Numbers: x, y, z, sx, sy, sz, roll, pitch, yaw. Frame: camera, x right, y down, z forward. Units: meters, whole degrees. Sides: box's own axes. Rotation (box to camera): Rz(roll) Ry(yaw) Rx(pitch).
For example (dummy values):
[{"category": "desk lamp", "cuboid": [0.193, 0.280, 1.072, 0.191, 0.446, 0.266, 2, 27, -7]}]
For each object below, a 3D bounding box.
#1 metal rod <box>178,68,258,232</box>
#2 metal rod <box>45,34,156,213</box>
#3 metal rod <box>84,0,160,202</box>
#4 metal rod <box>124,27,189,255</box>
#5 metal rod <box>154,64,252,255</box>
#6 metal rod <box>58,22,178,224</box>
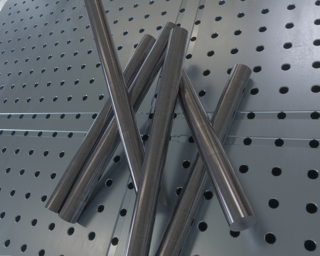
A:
[{"category": "metal rod", "cuboid": [0.041, -0.019, 0.372, 0.025, 0.025, 0.300, -28, 44, 11]}, {"category": "metal rod", "cuboid": [-0.080, -0.017, 0.461, 0.025, 0.025, 0.300, 14, 69, 34]}, {"category": "metal rod", "cuboid": [-0.055, -0.047, 0.405, 0.025, 0.025, 0.299, -22, 73, 15]}, {"category": "metal rod", "cuboid": [-0.001, 0.012, 0.363, 0.025, 0.025, 0.299, 0, 68, 28]}, {"category": "metal rod", "cuboid": [0.045, 0.054, 0.352, 0.025, 0.025, 0.300, 13, 68, 33]}, {"category": "metal rod", "cuboid": [-0.051, -0.013, 0.422, 0.025, 0.025, 0.299, 22, 80, 36]}]
